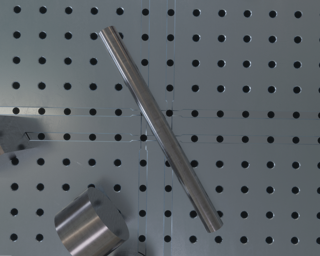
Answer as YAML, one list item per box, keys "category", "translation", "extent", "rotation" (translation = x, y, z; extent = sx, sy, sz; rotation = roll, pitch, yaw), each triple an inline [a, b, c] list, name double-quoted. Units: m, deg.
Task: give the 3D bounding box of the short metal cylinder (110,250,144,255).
- category: "short metal cylinder"
  translation: [-0.046, 0.208, 0.401]
  extent: [0.081, 0.050, 0.079]
  rotation: [0, 90, 0]

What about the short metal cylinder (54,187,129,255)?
- category: "short metal cylinder"
  translation: [-0.083, 0.121, 0.385]
  extent: [0.050, 0.080, 0.080]
  rotation: [-39, 90, 0]

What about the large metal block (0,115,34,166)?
- category: "large metal block"
  translation: [-0.220, 0.025, 0.384]
  extent: [0.080, 0.080, 0.050]
  rotation: [-29, 90, 0]

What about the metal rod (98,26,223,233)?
- category: "metal rod"
  translation: [0.001, 0.002, 0.413]
  extent: [0.025, 0.025, 0.299]
  rotation: [-29, 90, 0]
